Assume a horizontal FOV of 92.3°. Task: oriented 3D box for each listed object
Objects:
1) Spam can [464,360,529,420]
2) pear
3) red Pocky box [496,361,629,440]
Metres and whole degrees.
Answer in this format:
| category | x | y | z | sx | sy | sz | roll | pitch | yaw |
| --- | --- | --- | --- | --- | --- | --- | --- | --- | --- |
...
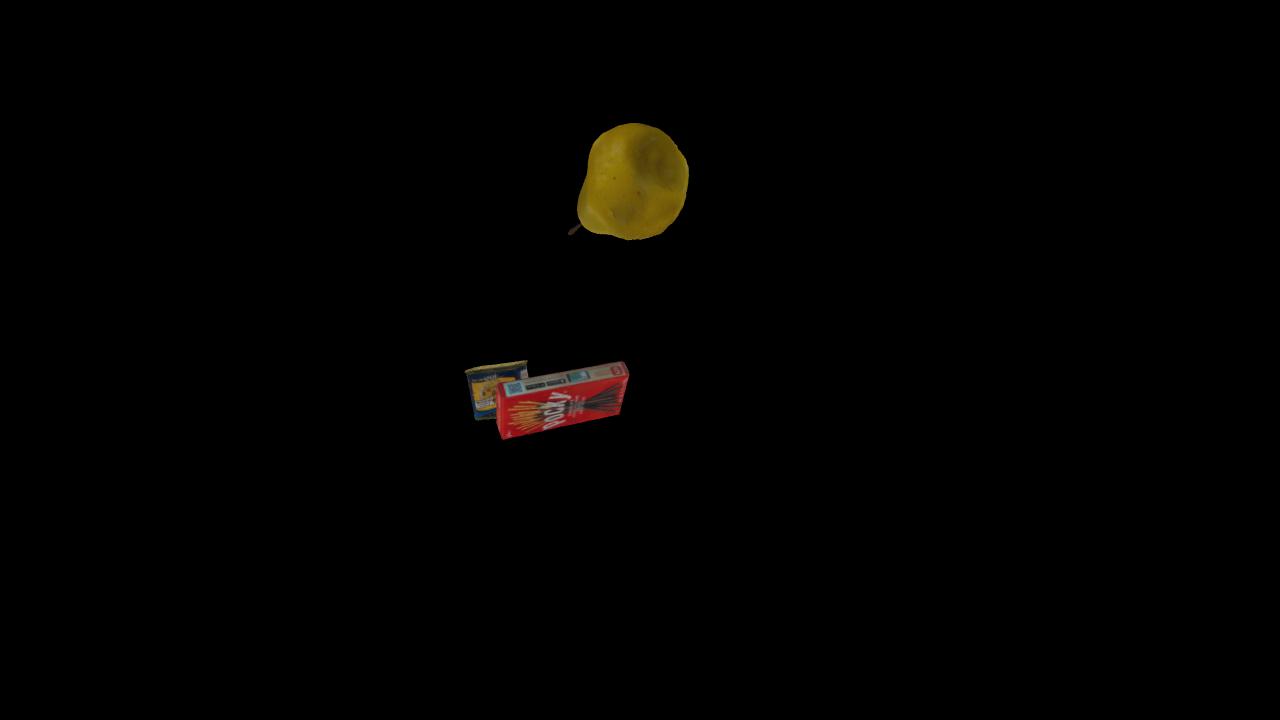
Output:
| category | x | y | z | sx | sy | sz | roll | pitch | yaw |
| --- | --- | --- | --- | --- | --- | --- | --- | --- | --- |
| Spam can | -0.230 | 0.050 | 1.014 | 0.101 | 0.085 | 0.058 | -7 | 6 | 15 |
| pear | -0.016 | -0.121 | 0.450 | 0.080 | 0.080 | 0.111 | 0 | -5 | -35 |
| red Pocky box | -0.092 | 0.048 | 0.736 | 0.155 | 0.028 | 0.083 | -11 | -37 | -21 |
